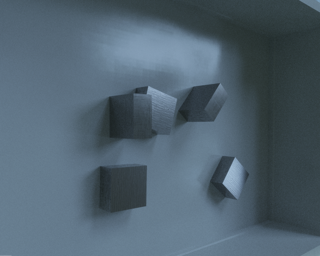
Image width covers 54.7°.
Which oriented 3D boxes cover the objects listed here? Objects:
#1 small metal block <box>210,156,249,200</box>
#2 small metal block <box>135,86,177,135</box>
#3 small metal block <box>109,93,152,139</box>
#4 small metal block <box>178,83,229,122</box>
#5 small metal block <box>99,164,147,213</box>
[{"bbox_3d":[0.115,0.081,0.506,0.050,0.025,0.050,47,62,-30],"label":"small metal block"},{"bbox_3d":[-0.009,-0.021,0.401,0.050,0.025,0.050,19,78,-39],"label":"small metal block"},{"bbox_3d":[-0.035,-0.013,0.363,0.025,0.050,0.050,0,91,-40],"label":"small metal block"},{"bbox_3d":[0.062,-0.036,0.445,0.025,0.050,0.050,49,61,-30],"label":"small metal block"},{"bbox_3d":[-0.044,0.070,0.372,0.050,0.025,0.050,1,89,-40],"label":"small metal block"}]
